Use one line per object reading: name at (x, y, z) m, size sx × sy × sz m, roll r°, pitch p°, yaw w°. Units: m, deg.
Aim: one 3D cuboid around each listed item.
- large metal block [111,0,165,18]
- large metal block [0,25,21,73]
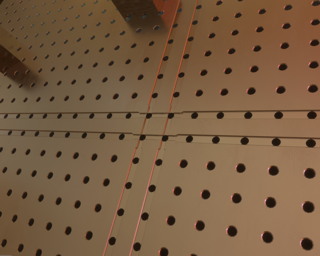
large metal block at (-0.033, -0.252, 0.562) m, size 0.080 × 0.050 × 0.080 m, roll 6°, pitch 65°, yaw 30°
large metal block at (-0.352, -0.179, 0.664) m, size 0.050 × 0.080 × 0.080 m, roll -32°, pitch 52°, yaw 8°
